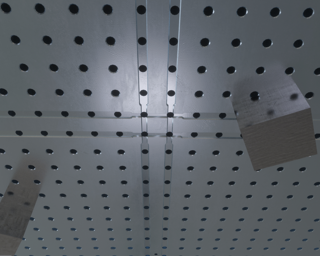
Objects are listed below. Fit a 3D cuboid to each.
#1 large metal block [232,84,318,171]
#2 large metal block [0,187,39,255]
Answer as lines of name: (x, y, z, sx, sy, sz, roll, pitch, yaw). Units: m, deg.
large metal block: (0.146, 0.001, 0.397, 0.080, 0.050, 0.080, -18, 128, 15)
large metal block: (-0.246, 0.157, 0.507, 0.050, 0.080, 0.080, 23, 126, -18)
